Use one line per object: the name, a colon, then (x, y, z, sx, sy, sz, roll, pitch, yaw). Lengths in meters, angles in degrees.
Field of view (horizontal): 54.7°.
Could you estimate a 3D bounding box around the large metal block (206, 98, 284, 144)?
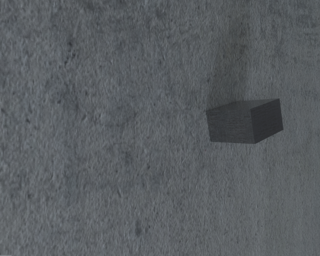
large metal block: (0.132, -0.012, 0.482, 0.081, 0.080, 0.050, -18, 102, -39)
